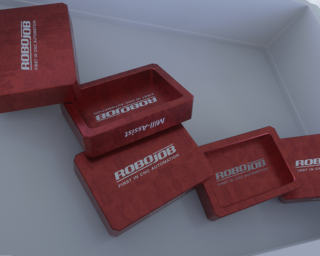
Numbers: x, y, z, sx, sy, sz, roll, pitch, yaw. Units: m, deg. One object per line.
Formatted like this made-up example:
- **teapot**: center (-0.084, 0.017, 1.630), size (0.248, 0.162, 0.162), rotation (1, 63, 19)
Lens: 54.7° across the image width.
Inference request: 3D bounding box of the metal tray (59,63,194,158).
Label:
- **metal tray**: center (-0.039, -0.027, 0.356), size (0.131, 0.030, 0.090), rotation (-21, 46, -23)

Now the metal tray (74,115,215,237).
- **metal tray**: center (-0.016, 0.046, 0.344), size (0.131, 0.030, 0.090), rotation (-25, 69, -26)

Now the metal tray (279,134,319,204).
- **metal tray**: center (0.232, 0.055, 0.441), size (0.131, 0.030, 0.090), rotation (-8, 64, 11)

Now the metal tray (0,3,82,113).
- **metal tray**: center (-0.142, -0.083, 0.348), size (0.091, 0.030, 0.130), rotation (-10, 59, -9)

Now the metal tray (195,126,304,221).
- **metal tray**: center (0.108, 0.056, 0.404), size (0.131, 0.030, 0.090), rotation (-14, 69, -18)
